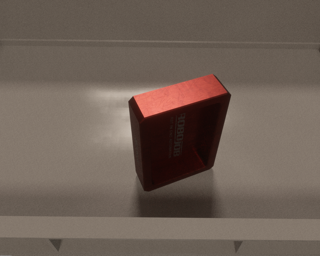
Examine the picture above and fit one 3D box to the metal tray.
[{"bbox_3d":[0.018,0.011,0.328,0.091,0.129,0.030,-18,53,-15],"label":"metal tray"}]
